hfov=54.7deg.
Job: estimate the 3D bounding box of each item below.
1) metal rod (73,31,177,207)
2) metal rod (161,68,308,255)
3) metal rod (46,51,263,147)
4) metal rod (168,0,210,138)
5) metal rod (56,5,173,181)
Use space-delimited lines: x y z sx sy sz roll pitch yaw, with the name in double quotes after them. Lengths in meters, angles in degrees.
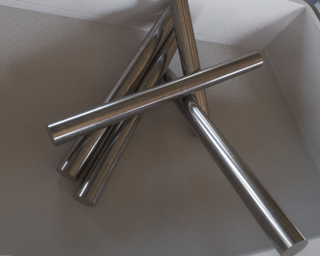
-0.024 -0.040 0.398 0.025 0.025 0.300 31 58 -9 "metal rod"
0.056 0.007 0.357 0.025 0.025 0.300 2 37 -28 "metal rod"
0.015 -0.045 0.377 0.302 0.025 0.025 -23 74 -27 "metal rod"
0.031 -0.133 0.412 0.025 0.025 0.298 -20 102 -36 "metal rod"
-0.036 -0.068 0.395 0.025 0.025 0.300 32 61 -8 "metal rod"
